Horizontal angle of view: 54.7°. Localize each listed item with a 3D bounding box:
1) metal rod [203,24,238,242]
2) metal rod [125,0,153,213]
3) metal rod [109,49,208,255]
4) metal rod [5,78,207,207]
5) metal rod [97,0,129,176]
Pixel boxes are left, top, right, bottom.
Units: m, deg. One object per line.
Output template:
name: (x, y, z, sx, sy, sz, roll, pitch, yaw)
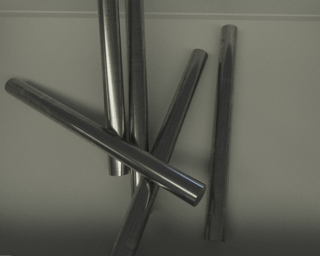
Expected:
metal rod: (0.084, -0.008, 0.412, 0.025, 0.025, 0.299, 7, 70, 3)
metal rod: (-0.028, -0.045, 0.389, 0.025, 0.025, 0.298, -2, 84, -1)
metal rod: (0.008, 0.017, 0.379, 0.025, 0.025, 0.300, 19, 62, 7)
metal rod: (-0.082, 0.005, 0.370, 0.300, 0.025, 0.025, 27, 72, 24)
metal rod: (-0.059, -0.091, 0.375, 0.025, 0.025, 0.298, -3, 96, -1)
